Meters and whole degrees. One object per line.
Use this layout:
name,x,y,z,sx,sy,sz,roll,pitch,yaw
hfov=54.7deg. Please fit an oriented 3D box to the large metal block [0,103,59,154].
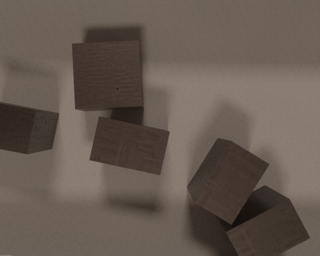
large metal block,-0.182,-0.003,0.382,0.080,0.080,0.050,11,90,-1

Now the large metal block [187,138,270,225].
large metal block,0.080,0.061,0.385,0.050,0.080,0.080,32,90,-1

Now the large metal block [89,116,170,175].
large metal block,-0.034,0.020,0.384,0.080,0.080,0.050,12,90,-1

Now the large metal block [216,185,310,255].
large metal block,0.121,0.119,0.386,0.080,0.080,0.050,-28,90,0

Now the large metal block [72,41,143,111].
large metal block,-0.064,-0.064,0.398,0.081,0.050,0.079,-3,90,-1
